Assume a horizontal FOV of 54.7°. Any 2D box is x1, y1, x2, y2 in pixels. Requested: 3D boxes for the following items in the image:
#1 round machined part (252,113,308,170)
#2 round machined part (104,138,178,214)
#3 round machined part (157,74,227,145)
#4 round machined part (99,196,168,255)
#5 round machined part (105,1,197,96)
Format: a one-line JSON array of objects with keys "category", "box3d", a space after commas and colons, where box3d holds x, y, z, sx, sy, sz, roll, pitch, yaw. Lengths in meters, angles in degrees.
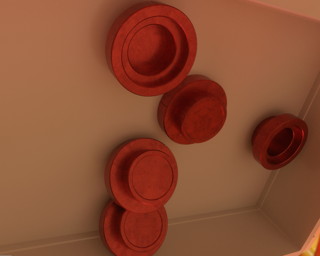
[{"category": "round machined part", "box3d": [0.194, 0.019, 0.518, 0.099, 0.042, 0.097, -14, 125, -21]}, {"category": "round machined part", "box3d": [-0.018, 0.061, 0.399, 0.099, 0.042, 0.097, 1, 87, -29]}, {"category": "round machined part", "box3d": [0.050, -0.019, 0.415, 0.099, 0.042, 0.097, -14, 125, -21]}, {"category": "round machined part", "box3d": [-0.031, 0.135, 0.432, 0.099, 0.042, 0.098, 7, 76, -28]}, {"category": "round machined part", "box3d": [-0.012, -0.087, 0.338, 0.099, 0.042, 0.097, -14, 124, -21]}]
